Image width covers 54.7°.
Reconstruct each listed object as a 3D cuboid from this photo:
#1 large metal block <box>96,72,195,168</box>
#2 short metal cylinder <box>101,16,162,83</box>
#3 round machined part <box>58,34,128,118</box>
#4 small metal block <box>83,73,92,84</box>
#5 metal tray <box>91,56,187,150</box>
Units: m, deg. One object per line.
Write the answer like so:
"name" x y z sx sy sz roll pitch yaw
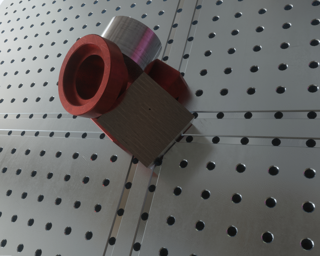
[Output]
"large metal block" -0.016 -0.007 0.380 0.080 0.050 0.080 42 85 8
"short metal cylinder" -0.044 -0.104 0.419 0.080 0.080 0.050 14 69 33
"round machined part" -0.077 -0.060 0.377 0.098 0.042 0.097 -8 77 38
"small metal block" -0.098 -0.050 0.432 0.025 0.050 0.050 21 73 35
"metal tray" -0.036 -0.042 0.449 0.130 0.030 0.090 -47 52 -5
